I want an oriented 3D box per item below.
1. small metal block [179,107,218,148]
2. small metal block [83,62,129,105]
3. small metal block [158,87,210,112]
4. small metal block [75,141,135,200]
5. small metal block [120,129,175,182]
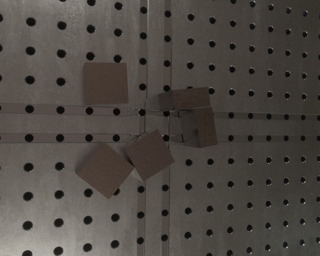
[{"bbox_3d":[0.051,-0.001,0.419,0.025,0.050,0.050,-11,94,-20],"label":"small metal block"},{"bbox_3d":[-0.068,-0.055,0.388,0.050,0.025,0.050,-3,91,-20],"label":"small metal block"},{"bbox_3d":[0.031,-0.038,0.412,0.050,0.050,0.025,-8,93,-20],"label":"small metal block"},{"bbox_3d":[-0.069,0.052,0.388,0.050,0.025,0.050,43,77,-16],"label":"small metal block"},{"bbox_3d":[-0.017,0.035,0.408,0.050,0.025,0.050,-31,100,-18],"label":"small metal block"}]
